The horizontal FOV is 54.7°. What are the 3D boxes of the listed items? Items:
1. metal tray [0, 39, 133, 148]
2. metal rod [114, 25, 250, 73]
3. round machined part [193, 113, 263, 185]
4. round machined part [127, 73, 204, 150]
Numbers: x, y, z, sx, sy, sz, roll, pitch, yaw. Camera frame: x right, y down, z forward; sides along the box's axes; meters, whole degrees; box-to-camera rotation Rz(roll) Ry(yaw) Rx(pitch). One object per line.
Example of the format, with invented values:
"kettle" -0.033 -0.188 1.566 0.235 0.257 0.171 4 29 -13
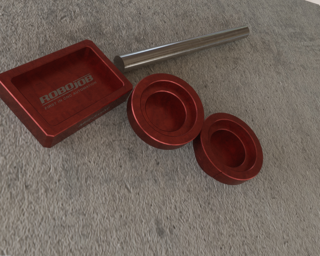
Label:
"metal tray" -0.108 -0.046 0.370 0.090 0.030 0.131 48 51 5
"metal rod" 0.054 -0.138 0.516 0.302 0.025 0.025 -25 75 -37
"round machined part" 0.087 0.031 0.420 0.099 0.042 0.098 14 56 -21
"round machined part" 0.004 -0.018 0.400 0.099 0.042 0.098 9 66 -21
